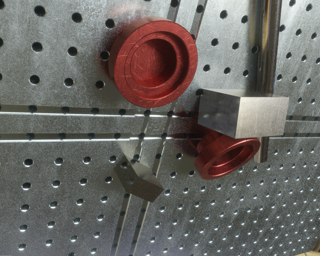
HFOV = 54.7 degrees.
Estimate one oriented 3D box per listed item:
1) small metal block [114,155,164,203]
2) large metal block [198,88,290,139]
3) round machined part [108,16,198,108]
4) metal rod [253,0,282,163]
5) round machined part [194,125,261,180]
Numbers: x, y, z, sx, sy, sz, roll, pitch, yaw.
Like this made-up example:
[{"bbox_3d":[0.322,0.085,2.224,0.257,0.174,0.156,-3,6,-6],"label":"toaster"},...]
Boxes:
[{"bbox_3d":[-0.029,0.069,0.422,0.050,0.050,0.025,34,99,-39],"label":"small metal block"},{"bbox_3d":[0.109,-0.023,0.415,0.081,0.080,0.050,-3,105,-27],"label":"large metal block"},{"bbox_3d":[-0.010,-0.075,0.348,0.099,0.042,0.097,-14,124,-21],"label":"round machined part"},{"bbox_3d":[0.154,-0.069,0.452,0.025,0.025,0.298,-21,127,-16],"label":"metal rod"},{"bbox_3d":[0.094,0.032,0.457,0.099,0.042,0.098,-21,148,-13],"label":"round machined part"}]
